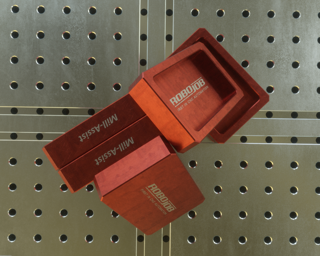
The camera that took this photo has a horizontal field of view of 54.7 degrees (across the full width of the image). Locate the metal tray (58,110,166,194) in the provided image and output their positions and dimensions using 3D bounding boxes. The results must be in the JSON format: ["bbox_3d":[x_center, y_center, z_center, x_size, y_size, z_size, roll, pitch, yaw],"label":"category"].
[{"bbox_3d":[-0.049,0.025,0.379,0.130,0.090,0.030,-32,90,0],"label":"metal tray"}]

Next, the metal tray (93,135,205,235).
[{"bbox_3d":[-0.006,0.074,0.367,0.090,0.130,0.030,-32,49,0],"label":"metal tray"}]

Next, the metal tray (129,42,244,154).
[{"bbox_3d":[0.036,-0.041,0.357,0.090,0.030,0.131,51,45,0],"label":"metal tray"}]

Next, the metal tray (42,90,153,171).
[{"bbox_3d":[-0.067,0.000,0.380,0.130,0.090,0.030,-32,90,0],"label":"metal tray"}]

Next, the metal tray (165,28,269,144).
[{"bbox_3d":[0.066,-0.054,0.410,0.090,0.030,0.130,-44,91,0],"label":"metal tray"}]
